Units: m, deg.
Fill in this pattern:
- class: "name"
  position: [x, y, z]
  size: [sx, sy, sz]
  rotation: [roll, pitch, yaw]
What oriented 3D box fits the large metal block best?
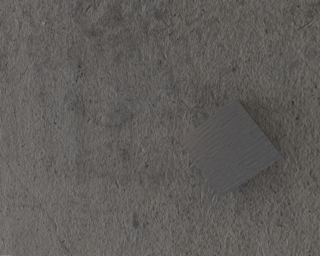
- class: "large metal block"
  position: [0.084, 0.022, 0.366]
  size: [0.080, 0.050, 0.080]
  rotation: [-39, 78, 16]
